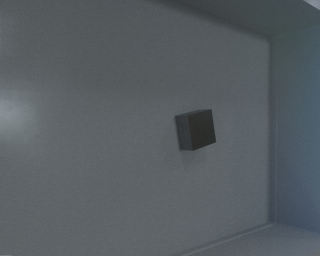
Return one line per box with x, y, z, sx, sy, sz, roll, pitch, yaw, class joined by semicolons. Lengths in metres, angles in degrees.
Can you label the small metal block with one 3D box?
0.052;0.002;0.449;0.050;0.025;0.050;-15;100;-39;small metal block
